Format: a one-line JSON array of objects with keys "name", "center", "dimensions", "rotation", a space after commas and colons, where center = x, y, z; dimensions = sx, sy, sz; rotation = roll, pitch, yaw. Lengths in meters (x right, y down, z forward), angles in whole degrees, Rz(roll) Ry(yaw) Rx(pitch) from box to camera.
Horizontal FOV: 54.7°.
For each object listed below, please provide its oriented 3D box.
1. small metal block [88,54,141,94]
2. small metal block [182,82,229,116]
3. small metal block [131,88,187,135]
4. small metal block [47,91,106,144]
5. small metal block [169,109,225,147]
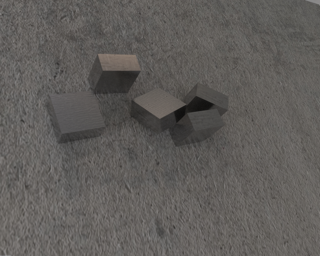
[{"name": "small metal block", "center": [-0.059, -0.068, 0.397], "dimensions": [0.050, 0.050, 0.025], "rotation": [-6, 65, -31]}, {"name": "small metal block", "center": [0.062, -0.032, 0.440], "dimensions": [0.050, 0.050, 0.025], "rotation": [22, 54, -15]}, {"name": "small metal block", "center": [-0.002, -0.024, 0.404], "dimensions": [0.050, 0.025, 0.050], "rotation": [35, 46, 29]}, {"name": "small metal block", "center": [-0.098, -0.013, 0.359], "dimensions": [0.050, 0.025, 0.050], "rotation": [-11, 67, -33]}, {"name": "small metal block", "center": [0.048, 0.000, 0.413], "dimensions": [0.050, 0.050, 0.025], "rotation": [-9, 68, -33]}]
